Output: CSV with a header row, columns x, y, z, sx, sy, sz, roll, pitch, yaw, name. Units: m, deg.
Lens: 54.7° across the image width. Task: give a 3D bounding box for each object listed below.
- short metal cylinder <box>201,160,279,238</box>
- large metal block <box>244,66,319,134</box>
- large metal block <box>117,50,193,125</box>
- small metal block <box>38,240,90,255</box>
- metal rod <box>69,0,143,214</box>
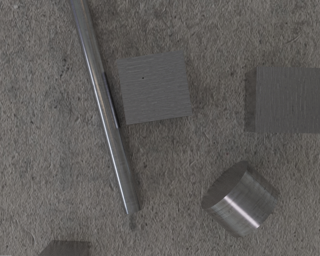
x,y,z,sx,sy,sz,roll,pitch,yaw,name
0.097,0.087,0.383,0.050,0.080,0.080,43,90,0,short metal cylinder
0.156,-0.034,0.399,0.081,0.050,0.080,1,90,0,large metal block
-0.006,-0.049,0.397,0.080,0.050,0.080,-9,90,0,large metal block
-0.122,0.166,0.397,0.050,0.050,0.025,2,90,0,small metal block
-0.073,-0.035,0.409,0.025,0.025,0.298,-15,90,0,metal rod
